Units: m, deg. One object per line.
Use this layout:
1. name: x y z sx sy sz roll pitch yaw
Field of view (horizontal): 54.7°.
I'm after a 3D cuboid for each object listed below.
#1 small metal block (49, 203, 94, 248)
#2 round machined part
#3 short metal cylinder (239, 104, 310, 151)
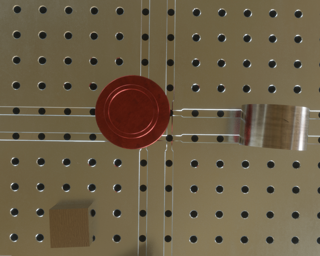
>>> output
1. small metal block: -0.117 0.129 0.412 0.050 0.025 0.050 -2 90 0
2. round machined part: -0.036 -0.021 0.404 0.099 0.042 0.097 0 90 -1
3. short metal cylinder: 0.141 -0.001 0.387 0.081 0.080 0.050 5 90 0
